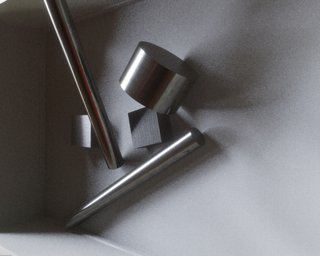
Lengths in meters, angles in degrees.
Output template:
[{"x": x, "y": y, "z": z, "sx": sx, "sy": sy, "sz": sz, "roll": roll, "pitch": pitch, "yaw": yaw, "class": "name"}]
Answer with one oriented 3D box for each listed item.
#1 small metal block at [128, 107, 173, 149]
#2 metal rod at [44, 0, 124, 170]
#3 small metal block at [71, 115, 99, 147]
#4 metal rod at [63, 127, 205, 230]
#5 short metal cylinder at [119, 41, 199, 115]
[{"x": -0.013, "y": -0.002, "z": 0.416, "sx": 0.050, "sy": 0.025, "sz": 0.050, "roll": -16, "pitch": 80, "yaw": 38, "class": "small metal block"}, {"x": -0.104, "y": -0.077, "z": 0.405, "sx": 0.025, "sy": 0.025, "sz": 0.298, "roll": 3, "pitch": 119, "yaw": 39, "class": "metal rod"}, {"x": -0.118, "y": 0.004, "z": 0.501, "sx": 0.050, "sy": 0.025, "sz": 0.050, "roll": 2, "pitch": 91, "yaw": 39, "class": "small metal block"}, {"x": -0.055, "y": 0.086, "z": 0.449, "sx": 0.299, "sy": 0.025, "sz": 0.025, "roll": -37, "pitch": 67, "yaw": 33, "class": "metal rod"}, {"x": -0.001, "y": -0.060, "z": 0.370, "sx": 0.080, "sy": 0.081, "sz": 0.050, "roll": 47, "pitch": 118, "yaw": 29, "class": "short metal cylinder"}]
